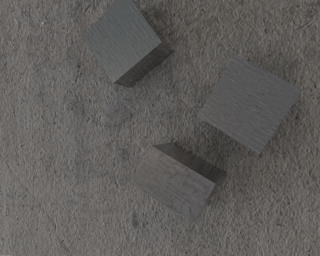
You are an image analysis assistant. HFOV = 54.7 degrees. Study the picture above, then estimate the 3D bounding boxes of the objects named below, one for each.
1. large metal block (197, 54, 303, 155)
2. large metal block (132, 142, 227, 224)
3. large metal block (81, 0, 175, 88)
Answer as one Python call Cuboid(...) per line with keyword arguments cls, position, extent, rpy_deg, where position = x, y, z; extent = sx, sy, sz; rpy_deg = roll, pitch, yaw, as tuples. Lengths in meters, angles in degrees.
Cuboid(cls="large metal block", position=(0.103, -0.026, 0.359), extent=(0.080, 0.050, 0.080), rpy_deg=(33, 101, 17))
Cuboid(cls="large metal block", position=(0.026, 0.060, 0.370), extent=(0.080, 0.080, 0.050), rpy_deg=(30, 100, 17))
Cuboid(cls="large metal block", position=(-0.042, -0.112, 0.410), extent=(0.080, 0.050, 0.080), rpy_deg=(-37, 78, 16))
